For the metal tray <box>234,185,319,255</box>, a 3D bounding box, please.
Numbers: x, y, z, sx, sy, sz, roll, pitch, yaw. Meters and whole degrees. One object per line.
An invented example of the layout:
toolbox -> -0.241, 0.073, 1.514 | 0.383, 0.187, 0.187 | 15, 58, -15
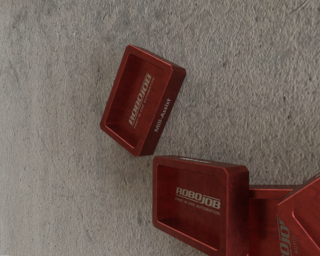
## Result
metal tray -> 0.124, 0.122, 0.298 | 0.090, 0.030, 0.129 | -9, 85, 39

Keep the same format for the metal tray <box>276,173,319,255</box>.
metal tray -> 0.170, 0.061, 0.234 | 0.130, 0.030, 0.090 | -41, 73, 18

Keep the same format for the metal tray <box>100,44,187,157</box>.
metal tray -> -0.028, -0.037, 0.424 | 0.090, 0.030, 0.129 | 35, 111, 34

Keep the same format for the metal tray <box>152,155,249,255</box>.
metal tray -> 0.038, 0.081, 0.346 | 0.130, 0.030, 0.089 | 1, 91, 57
